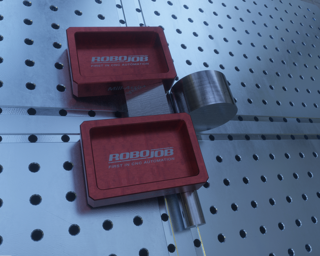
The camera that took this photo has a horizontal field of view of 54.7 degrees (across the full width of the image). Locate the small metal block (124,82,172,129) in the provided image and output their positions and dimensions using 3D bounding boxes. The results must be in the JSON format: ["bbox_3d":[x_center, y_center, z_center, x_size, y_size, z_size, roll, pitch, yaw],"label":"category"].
[{"bbox_3d":[-0.015,-0.026,0.398,0.050,0.025,0.050,-13,65,0],"label":"small metal block"}]

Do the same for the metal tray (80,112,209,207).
[{"bbox_3d":[-0.020,0.032,0.352,0.131,0.030,0.090,-6,64,-17],"label":"metal tray"}]

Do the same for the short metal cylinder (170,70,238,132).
[{"bbox_3d":[0.058,-0.034,0.421,0.081,0.080,0.050,0,62,-28],"label":"short metal cylinder"}]

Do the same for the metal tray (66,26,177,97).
[{"bbox_3d":[-0.052,-0.090,0.410,0.131,0.030,0.090,-6,64,-17],"label":"metal tray"}]

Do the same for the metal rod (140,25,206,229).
[{"bbox_3d":[0.008,-0.019,0.419,0.025,0.025,0.299,0,62,-28],"label":"metal rod"}]
